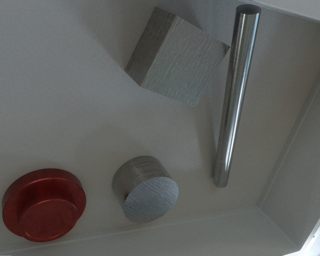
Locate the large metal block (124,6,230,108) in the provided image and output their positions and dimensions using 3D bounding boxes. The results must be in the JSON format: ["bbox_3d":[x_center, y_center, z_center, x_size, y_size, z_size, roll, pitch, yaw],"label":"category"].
[{"bbox_3d":[0.019,-0.079,0.355,0.081,0.050,0.080,17,110,-35],"label":"large metal block"}]

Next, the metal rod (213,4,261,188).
[{"bbox_3d":[0.096,-0.015,0.420,0.025,0.025,0.298,-20,137,-17],"label":"metal rod"}]

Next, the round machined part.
[{"bbox_3d":[-0.140,0.102,0.385,0.099,0.042,0.097,-14,125,-21],"label":"round machined part"}]

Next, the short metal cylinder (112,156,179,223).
[{"bbox_3d":[-0.021,0.086,0.436,0.081,0.050,0.079,-14,125,-21],"label":"short metal cylinder"}]
